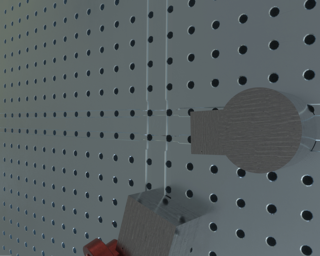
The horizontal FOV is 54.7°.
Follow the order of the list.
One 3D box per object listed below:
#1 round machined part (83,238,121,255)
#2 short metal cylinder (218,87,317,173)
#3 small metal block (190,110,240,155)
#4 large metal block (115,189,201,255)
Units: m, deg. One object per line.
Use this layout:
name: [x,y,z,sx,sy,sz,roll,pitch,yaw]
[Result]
round machined part: [-0.064,0.197,0.434,0.098,0.042,0.097,36,141,37]
short metal cylinder: [0.105,0.002,0.306,0.080,0.050,0.080,0,90,40]
small metal block: [0.063,0.005,0.357,0.050,0.025,0.050,-2,89,40]
large metal block: [-0.004,0.136,0.397,0.080,0.050,0.079,22,104,37]
